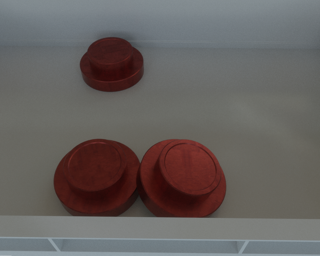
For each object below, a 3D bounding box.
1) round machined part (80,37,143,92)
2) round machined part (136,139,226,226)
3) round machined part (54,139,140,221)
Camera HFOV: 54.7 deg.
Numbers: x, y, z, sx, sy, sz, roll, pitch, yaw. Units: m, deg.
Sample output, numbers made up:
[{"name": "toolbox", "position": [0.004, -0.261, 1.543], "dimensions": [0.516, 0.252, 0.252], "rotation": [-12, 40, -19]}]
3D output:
[{"name": "round machined part", "position": [-0.075, -0.105, 0.481], "dimensions": [0.099, 0.042, 0.098], "rotation": [0, 50, 0]}, {"name": "round machined part", "position": [0.027, 0.051, 0.336], "dimensions": [0.099, 0.042, 0.098], "rotation": [10, 50, -12]}, {"name": "round machined part", "position": [-0.070, 0.051, 0.351], "dimensions": [0.099, 0.042, 0.098], "rotation": [0, 50, 0]}]
